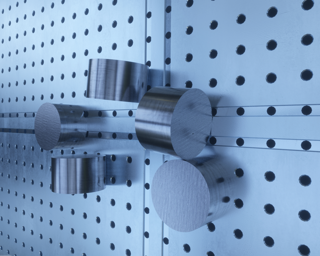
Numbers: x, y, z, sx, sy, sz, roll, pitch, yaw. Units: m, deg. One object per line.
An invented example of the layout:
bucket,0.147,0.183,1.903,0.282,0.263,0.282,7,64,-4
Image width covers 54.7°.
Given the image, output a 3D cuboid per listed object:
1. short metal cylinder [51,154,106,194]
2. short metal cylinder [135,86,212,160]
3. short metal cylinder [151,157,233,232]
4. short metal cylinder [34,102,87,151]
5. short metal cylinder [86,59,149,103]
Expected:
short metal cylinder,-0.123,0.068,0.472,0.080,0.081,0.050,-1,90,39
short metal cylinder,0.017,-0.007,0.358,0.050,0.081,0.079,10,97,39
short metal cylinder,0.037,0.074,0.361,0.080,0.050,0.079,0,90,39
short metal cylinder,-0.171,-0.003,0.531,0.080,0.050,0.079,0,90,39
short metal cylinder,-0.057,-0.062,0.419,0.080,0.081,0.050,10,96,39
